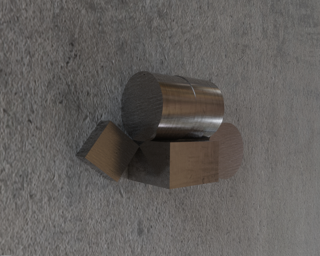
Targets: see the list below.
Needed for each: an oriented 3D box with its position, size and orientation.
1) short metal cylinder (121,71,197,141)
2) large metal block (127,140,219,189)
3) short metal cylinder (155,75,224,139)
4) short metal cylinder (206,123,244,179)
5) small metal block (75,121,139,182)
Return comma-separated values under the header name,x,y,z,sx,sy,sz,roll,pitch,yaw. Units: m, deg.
name,x,y,z,sx,sy,sz,roll,pitch,yaw
short metal cylinder,-0.003,-0.024,0.368,0.050,0.080,0.080,1,90,-40
large metal block,0.016,0.040,0.385,0.081,0.080,0.050,1,90,-40
short metal cylinder,0.035,-0.025,0.401,0.050,0.080,0.080,1,90,-40
short metal cylinder,0.078,0.032,0.455,0.081,0.050,0.079,0,90,-40
small metal block,-0.060,0.026,0.357,0.050,0.025,0.050,45,63,-31
